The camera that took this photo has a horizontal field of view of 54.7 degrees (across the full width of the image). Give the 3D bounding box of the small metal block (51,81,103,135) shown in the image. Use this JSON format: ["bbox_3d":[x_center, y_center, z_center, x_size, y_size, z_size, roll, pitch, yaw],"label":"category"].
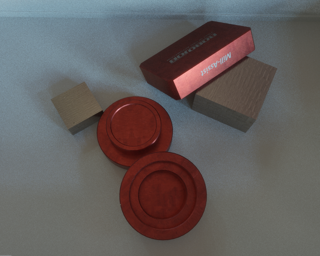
[{"bbox_3d":[-0.110,-0.026,0.418,0.050,0.025,0.050,-31,73,-11],"label":"small metal block"}]

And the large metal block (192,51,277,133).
[{"bbox_3d":[0.098,-0.052,0.416,0.080,0.050,0.080,25,72,8],"label":"large metal block"}]

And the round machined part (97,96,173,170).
[{"bbox_3d":[-0.033,0.003,0.399,0.099,0.042,0.098,0,70,-1],"label":"round machined part"}]

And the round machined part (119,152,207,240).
[{"bbox_3d":[0.003,0.079,0.367,0.099,0.042,0.098,1,77,-4],"label":"round machined part"}]

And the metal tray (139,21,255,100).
[{"bbox_3d":[0.048,-0.095,0.416,0.131,0.030,0.090,-34,35,-12],"label":"metal tray"}]
